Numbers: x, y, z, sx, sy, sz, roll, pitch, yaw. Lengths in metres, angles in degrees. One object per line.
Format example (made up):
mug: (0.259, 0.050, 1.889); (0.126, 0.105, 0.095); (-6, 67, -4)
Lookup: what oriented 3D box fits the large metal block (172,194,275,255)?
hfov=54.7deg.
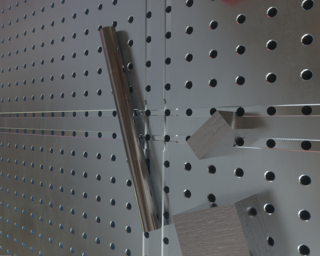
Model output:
large metal block: (0.069, 0.123, 0.335); (0.080, 0.050, 0.080); (-24, 75, 37)

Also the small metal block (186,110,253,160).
small metal block: (0.065, 0.008, 0.338); (0.050, 0.050, 0.025); (-48, 62, 29)

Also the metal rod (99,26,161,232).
metal rod: (-0.045, -0.006, 0.444); (0.025, 0.025, 0.299); (-22, 76, 37)
